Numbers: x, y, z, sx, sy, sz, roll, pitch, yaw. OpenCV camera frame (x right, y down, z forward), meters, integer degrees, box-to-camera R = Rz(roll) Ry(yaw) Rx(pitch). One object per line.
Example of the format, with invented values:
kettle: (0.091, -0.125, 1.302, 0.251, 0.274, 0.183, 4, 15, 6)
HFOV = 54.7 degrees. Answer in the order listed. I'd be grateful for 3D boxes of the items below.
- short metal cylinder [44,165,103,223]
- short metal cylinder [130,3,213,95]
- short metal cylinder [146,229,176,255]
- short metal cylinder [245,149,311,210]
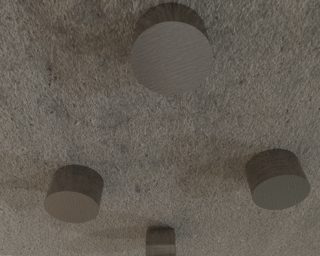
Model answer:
short metal cylinder: (-0.130, 0.102, 0.476, 0.081, 0.050, 0.079, 0, 130, 0)
short metal cylinder: (0.011, -0.081, 0.322, 0.081, 0.050, 0.079, 0, 130, 0)
short metal cylinder: (0.003, 0.225, 0.563, 0.050, 0.080, 0.080, -3, 130, 3)
short metal cylinder: (0.171, 0.077, 0.457, 0.081, 0.050, 0.079, 0, 130, 0)
